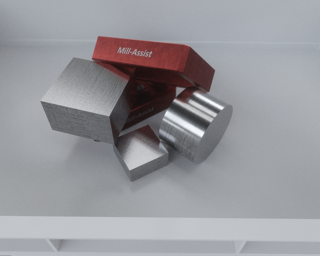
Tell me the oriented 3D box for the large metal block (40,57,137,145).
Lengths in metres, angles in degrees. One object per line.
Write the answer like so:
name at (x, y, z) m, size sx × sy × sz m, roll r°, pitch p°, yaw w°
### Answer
large metal block at (-0.080, -0.034, 0.373) m, size 0.080 × 0.050 × 0.080 m, roll 13°, pitch 51°, yaw 10°

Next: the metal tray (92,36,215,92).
metal tray at (-0.008, -0.080, 0.390) m, size 0.130 × 0.090 × 0.030 m, roll 15°, pitch 89°, yaw 30°

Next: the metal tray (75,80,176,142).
metal tray at (-0.054, -0.045, 0.436) m, size 0.131 × 0.030 × 0.090 m, roll -27°, pitch 55°, yaw -22°

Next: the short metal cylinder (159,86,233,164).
short metal cylinder at (0.044, -0.004, 0.372) m, size 0.050 × 0.080 × 0.080 m, roll 32°, pitch 57°, yaw 24°

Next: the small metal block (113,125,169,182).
small metal block at (-0.024, 0.030, 0.378) m, size 0.050 × 0.025 × 0.050 m, roll -23°, pitch 54°, yaw -19°
